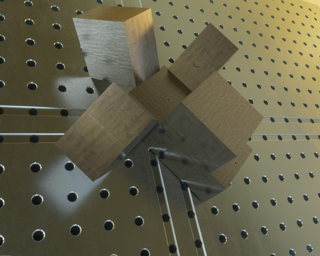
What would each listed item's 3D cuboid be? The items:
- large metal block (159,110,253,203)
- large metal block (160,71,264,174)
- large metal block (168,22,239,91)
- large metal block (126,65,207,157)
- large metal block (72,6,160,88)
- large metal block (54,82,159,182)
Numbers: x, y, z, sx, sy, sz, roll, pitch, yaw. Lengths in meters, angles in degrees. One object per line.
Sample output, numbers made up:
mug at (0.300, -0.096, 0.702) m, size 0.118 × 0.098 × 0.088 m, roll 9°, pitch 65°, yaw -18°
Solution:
large metal block at (0.060, 0.034, 0.402) m, size 0.080 × 0.050 × 0.080 m, roll 44°, pitch 50°, yaw 4°
large metal block at (0.062, -0.008, 0.364) m, size 0.080 × 0.050 × 0.080 m, roll 45°, pitch 50°, yaw 2°
large metal block at (0.062, -0.095, 0.443) m, size 0.050 × 0.080 × 0.080 m, roll 44°, pitch 11°, yaw 2°
large metal block at (0.002, -0.023, 0.407) m, size 0.080 × 0.050 × 0.080 m, roll 44°, pitch 51°, yaw 2°
large metal block at (-0.052, -0.103, 0.388) m, size 0.080 × 0.080 × 0.050 m, roll 17°, pitch 43°, yaw 31°
large metal block at (-0.049, 0.003, 0.324) m, size 0.050 × 0.080 × 0.080 m, roll 44°, pitch 93°, yaw 3°
